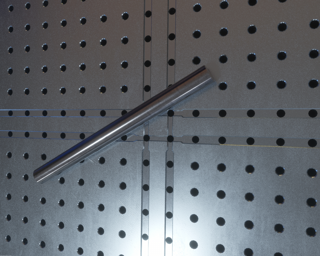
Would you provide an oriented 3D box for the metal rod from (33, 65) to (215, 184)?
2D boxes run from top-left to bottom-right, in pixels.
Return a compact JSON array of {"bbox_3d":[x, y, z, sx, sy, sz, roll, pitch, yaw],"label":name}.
[{"bbox_3d":[-0.062,0.003,0.434,0.300,0.025,0.025,-30,80,17],"label":"metal rod"}]
